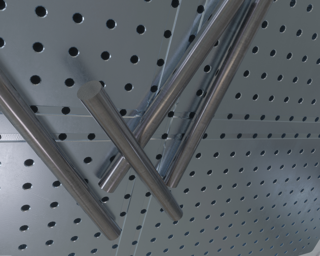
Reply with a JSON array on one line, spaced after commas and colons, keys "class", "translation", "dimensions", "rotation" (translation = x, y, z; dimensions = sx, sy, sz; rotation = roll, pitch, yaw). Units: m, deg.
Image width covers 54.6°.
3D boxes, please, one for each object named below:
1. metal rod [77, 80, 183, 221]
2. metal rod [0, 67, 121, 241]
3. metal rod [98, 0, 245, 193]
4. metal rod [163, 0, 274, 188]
[{"class": "metal rod", "translation": [-0.020, 0.053, 0.402], "dimensions": [0.025, 0.025, 0.299], "rotation": [-34, 138, -6]}, {"class": "metal rod", "translation": [-0.117, 0.051, 0.377], "dimensions": [0.025, 0.025, 0.299], "rotation": [-30, 129, -9]}, {"class": "metal rod", "translation": [0.010, -0.041, 0.390], "dimensions": [0.025, 0.025, 0.299], "rotation": [26, 104, -37]}, {"class": "metal rod", "translation": [0.074, -0.045, 0.422], "dimensions": [0.025, 0.025, 0.298], "rotation": [12, 112, -34]}]
